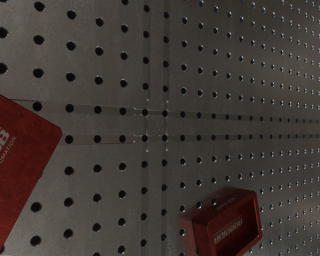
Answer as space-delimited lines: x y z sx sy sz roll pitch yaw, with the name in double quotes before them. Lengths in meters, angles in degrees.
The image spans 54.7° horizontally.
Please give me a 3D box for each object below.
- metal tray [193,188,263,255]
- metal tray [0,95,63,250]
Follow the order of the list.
"metal tray" 0.114 0.165 0.504 0.131 0.030 0.089 -18 102 -39
"metal tray" -0.158 0.037 0.274 0.090 0.030 0.130 36 68 -34
